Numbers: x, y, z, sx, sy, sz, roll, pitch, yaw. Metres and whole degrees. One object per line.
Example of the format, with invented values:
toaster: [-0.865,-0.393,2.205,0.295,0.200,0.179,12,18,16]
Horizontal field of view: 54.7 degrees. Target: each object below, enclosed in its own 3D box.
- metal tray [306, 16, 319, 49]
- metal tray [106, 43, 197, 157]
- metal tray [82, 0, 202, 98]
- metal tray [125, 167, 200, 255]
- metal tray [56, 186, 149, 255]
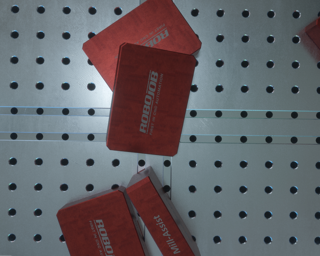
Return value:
metal tray: [0.277,-0.143,0.414,0.130,0.030,0.090,-39,91,-1]
metal tray: [-0.013,-0.033,0.386,0.091,0.030,0.129,7,104,-13]
metal tray: [-0.023,-0.105,0.411,0.130,0.030,0.090,-35,90,-1]
metal tray: [0.007,0.116,0.381,0.030,0.090,0.130,-30,90,0]
metal tray: [-0.070,0.153,0.410,0.090,0.030,0.129,-19,90,-1]
